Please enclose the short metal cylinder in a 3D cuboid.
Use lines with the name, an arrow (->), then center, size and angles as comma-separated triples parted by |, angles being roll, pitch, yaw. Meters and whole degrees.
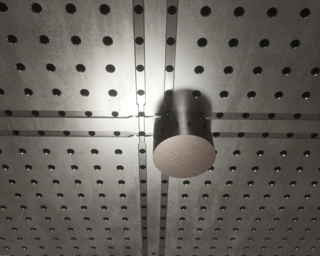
short metal cylinder -> 0.031, 0.022, 0.415 | 0.081, 0.050, 0.079 | 0, 130, 0
